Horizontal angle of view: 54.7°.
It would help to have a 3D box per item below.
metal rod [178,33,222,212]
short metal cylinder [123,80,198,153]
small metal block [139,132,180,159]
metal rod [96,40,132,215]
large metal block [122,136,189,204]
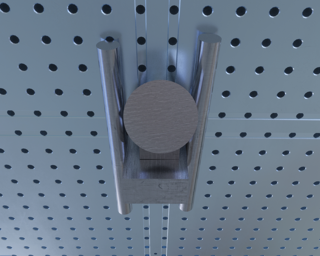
[{"bbox_3d":[0.048,0.017,0.427,0.025,0.025,0.298,1,130,-1],"label":"metal rod"},{"bbox_3d":[0.001,-0.011,0.358,0.081,0.050,0.080,0,86,-1],"label":"short metal cylinder"},{"bbox_3d":[-0.001,0.014,0.407,0.050,0.050,0.025,1,130,-2],"label":"small metal block"},{"bbox_3d":[-0.058,0.024,0.431,0.025,0.025,0.298,0,130,-1],"label":"metal rod"},{"bbox_3d":[-0.006,0.054,0.418,0.081,0.080,0.050,1,130,-1],"label":"large metal block"}]
